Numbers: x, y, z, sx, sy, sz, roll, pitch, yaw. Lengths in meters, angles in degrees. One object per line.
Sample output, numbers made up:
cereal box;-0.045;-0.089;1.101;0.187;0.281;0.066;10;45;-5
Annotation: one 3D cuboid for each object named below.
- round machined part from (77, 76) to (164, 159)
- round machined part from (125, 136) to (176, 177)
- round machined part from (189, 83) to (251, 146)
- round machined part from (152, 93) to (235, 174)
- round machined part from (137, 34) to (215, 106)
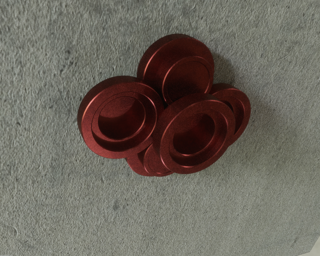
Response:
round machined part;-0.048;-0.016;0.363;0.099;0.042;0.097;-14;125;-21
round machined part;0.002;0.026;0.416;0.099;0.042;0.097;-14;125;-21
round machined part;0.073;-0.017;0.428;0.099;0.042;0.097;-14;125;-21
round machined part;0.036;0.003;0.365;0.099;0.042;0.097;-14;125;-21
round machined part;0.025;-0.060;0.375;0.099;0.042;0.097;-14;125;-21
